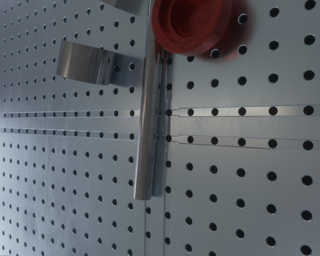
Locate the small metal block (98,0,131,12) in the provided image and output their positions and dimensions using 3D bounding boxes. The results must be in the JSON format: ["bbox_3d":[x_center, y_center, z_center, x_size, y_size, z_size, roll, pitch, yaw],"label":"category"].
[{"bbox_3d":[-0.065,-0.209,0.463,0.050,0.025,0.050,36,112,34],"label":"small metal block"}]

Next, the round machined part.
[{"bbox_3d":[0.041,-0.133,0.365,0.098,0.042,0.097,0,90,40],"label":"round machined part"}]

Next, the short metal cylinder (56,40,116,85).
[{"bbox_3d":[-0.110,-0.098,0.464,0.080,0.081,0.050,22,104,38],"label":"short metal cylinder"}]

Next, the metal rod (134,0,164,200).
[{"bbox_3d":[-0.012,-0.052,0.418,0.025,0.025,0.298,8,95,39],"label":"metal rod"}]
